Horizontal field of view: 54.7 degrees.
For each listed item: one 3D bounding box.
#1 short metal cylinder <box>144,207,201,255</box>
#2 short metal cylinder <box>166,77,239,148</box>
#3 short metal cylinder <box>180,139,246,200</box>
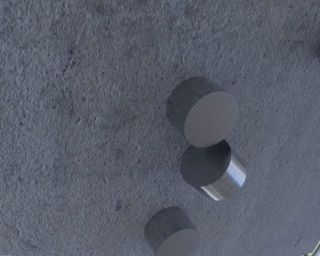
[{"bbox_3d":[0.020,0.178,0.512,0.081,0.050,0.079,-14,124,-21],"label":"short metal cylinder"},{"bbox_3d":[0.055,-0.021,0.407,0.081,0.050,0.079,-14,124,-21],"label":"short metal cylinder"},{"bbox_3d":[0.077,0.058,0.449,0.080,0.080,0.050,-45,129,3],"label":"short metal cylinder"}]
